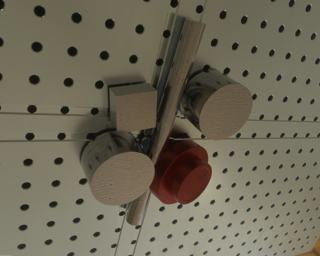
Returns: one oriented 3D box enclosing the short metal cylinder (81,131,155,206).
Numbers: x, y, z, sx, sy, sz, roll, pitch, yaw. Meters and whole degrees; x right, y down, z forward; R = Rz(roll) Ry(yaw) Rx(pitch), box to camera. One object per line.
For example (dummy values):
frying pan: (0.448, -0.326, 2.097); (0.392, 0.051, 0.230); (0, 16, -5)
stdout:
short metal cylinder: (-0.054, 0.050, 0.391); (0.081, 0.050, 0.079); (-14, 124, -21)

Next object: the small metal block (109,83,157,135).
small metal block: (-0.032, -0.024, 0.374); (0.050, 0.025, 0.050); (-11, 123, -23)

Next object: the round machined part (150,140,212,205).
round machined part: (0.036, 0.070, 0.443); (0.099, 0.042, 0.097); (-27, 134, -31)

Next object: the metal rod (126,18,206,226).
metal rod: (0.001, 0.009, 0.412); (0.025, 0.025, 0.298); (3, 117, -30)

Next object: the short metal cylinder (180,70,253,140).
short metal cylinder: (0.074, -0.031, 0.411); (0.081, 0.050, 0.079); (-14, 124, -21)
